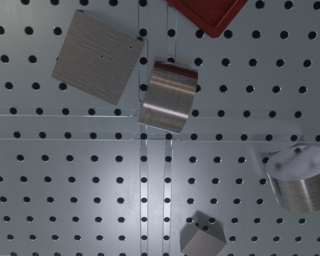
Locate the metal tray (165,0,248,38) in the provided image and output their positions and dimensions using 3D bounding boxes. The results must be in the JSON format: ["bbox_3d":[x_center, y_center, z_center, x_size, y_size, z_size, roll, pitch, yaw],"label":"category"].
[{"bbox_3d":[0.040,-0.176,0.346,0.130,0.030,0.090,35,106,-12],"label":"metal tray"}]

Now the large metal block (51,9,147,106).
[{"bbox_3d":[-0.070,-0.084,0.368,0.080,0.050,0.080,24,108,-9],"label":"large metal block"}]

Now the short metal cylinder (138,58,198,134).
[{"bbox_3d":[0.008,-0.038,0.370,0.050,0.080,0.079,16,109,-6],"label":"short metal cylinder"}]

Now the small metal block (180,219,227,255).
[{"bbox_3d":[0.066,0.177,0.479,0.050,0.025,0.050,30,107,-11],"label":"small metal block"}]

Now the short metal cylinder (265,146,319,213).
[{"bbox_3d":[0.188,0.066,0.410,0.080,0.080,0.050,-21,109,7],"label":"short metal cylinder"}]
